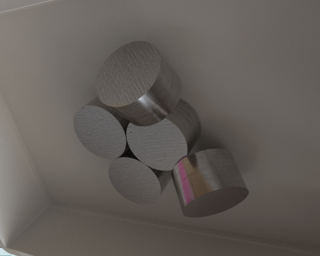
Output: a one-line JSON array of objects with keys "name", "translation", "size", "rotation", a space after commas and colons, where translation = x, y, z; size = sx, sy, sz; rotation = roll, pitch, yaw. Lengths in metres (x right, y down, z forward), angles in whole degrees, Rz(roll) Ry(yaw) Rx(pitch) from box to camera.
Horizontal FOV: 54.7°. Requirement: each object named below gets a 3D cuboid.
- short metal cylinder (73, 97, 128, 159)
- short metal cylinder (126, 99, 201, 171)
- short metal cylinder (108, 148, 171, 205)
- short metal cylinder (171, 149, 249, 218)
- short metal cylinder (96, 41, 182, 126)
[{"name": "short metal cylinder", "translation": [-0.069, -0.005, 0.421], "size": [0.080, 0.050, 0.079], "rotation": [13, 124, 20]}, {"name": "short metal cylinder", "translation": [0.005, 0.006, 0.390], "size": [0.080, 0.050, 0.079], "rotation": [13, 124, 20]}, {"name": "short metal cylinder", "translation": [-0.025, 0.061, 0.439], "size": [0.080, 0.050, 0.079], "rotation": [13, 124, 20]}, {"name": "short metal cylinder", "translation": [0.059, 0.068, 0.374], "size": [0.081, 0.050, 0.080], "rotation": [-12, 145, -8]}, {"name": "short metal cylinder", "translation": [-0.023, -0.048, 0.343], "size": [0.080, 0.080, 0.050], "rotation": [-3, 155, 29]}]
